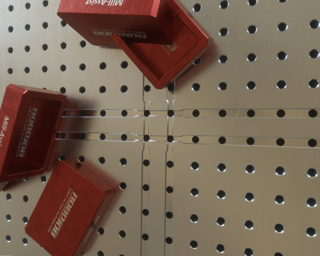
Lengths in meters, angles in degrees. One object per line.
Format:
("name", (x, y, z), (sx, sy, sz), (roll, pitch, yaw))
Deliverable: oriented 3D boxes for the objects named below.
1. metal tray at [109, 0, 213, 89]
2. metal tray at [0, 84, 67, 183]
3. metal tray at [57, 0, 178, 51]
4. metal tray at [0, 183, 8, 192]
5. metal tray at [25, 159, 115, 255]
("metal tray", (-0.008, -0.126, 0.394), (0.090, 0.030, 0.130), (-42, 87, 24))
("metal tray", (-0.190, 0.007, 0.445), (0.030, 0.090, 0.129), (21, 97, 18))
("metal tray", (-0.049, -0.134, 0.393), (0.130, 0.090, 0.030), (9, 82, 20))
("metal tray", (-0.282, 0.037, 0.489), (0.090, 0.030, 0.130), (-35, 77, 47))
("metal tray", (-0.135, 0.122, 0.458), (0.090, 0.030, 0.129), (32, 100, 17))
